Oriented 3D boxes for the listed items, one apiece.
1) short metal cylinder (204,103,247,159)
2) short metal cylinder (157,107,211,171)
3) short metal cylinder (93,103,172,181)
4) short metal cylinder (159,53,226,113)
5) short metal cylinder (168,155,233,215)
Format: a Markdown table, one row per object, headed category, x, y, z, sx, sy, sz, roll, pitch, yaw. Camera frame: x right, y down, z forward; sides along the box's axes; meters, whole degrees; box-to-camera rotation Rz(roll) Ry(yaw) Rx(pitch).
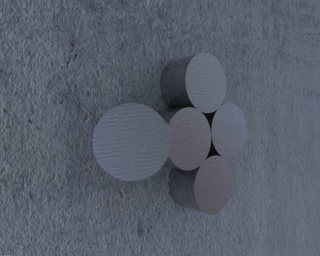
| category | x | y | z | sx | sy | sz | roll | pitch | yaw |
| --- | --- | --- | --- | --- | --- | --- | --- | --- | --- |
| short metal cylinder | 0.084 | 0.004 | 0.460 | 0.081 | 0.050 | 0.080 | 0 | 90 | -40 |
| short metal cylinder | 0.022 | 0.013 | 0.408 | 0.081 | 0.050 | 0.080 | 0 | 90 | -40 |
| short metal cylinder | -0.027 | 0.015 | 0.340 | 0.080 | 0.050 | 0.080 | 0 | 89 | 4 |
| short metal cylinder | 0.046 | -0.060 | 0.428 | 0.081 | 0.050 | 0.080 | 0 | 90 | -40 |
| short metal cylinder | 0.058 | 0.077 | 0.439 | 0.081 | 0.050 | 0.080 | 0 | 90 | -40 |
